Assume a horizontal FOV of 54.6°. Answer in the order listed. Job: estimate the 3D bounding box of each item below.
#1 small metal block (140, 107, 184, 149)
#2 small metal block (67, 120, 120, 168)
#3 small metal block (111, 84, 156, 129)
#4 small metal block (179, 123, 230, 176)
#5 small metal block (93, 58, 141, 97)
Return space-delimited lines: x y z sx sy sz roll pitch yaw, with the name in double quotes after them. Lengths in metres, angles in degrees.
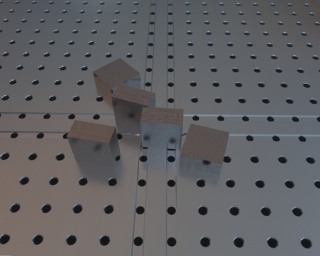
0.003 0.001 0.391 0.050 0.050 0.025 3 50 3 "small metal block"
-0.079 0.020 0.375 0.050 0.050 0.025 9 51 7 "small metal block"
-0.034 -0.026 0.414 0.050 0.050 0.025 16 52 13 "small metal block"
0.056 0.026 0.386 0.050 0.025 0.050 14 51 11 "small metal block"
-0.065 -0.074 0.470 0.050 0.025 0.050 -34 58 -25 "small metal block"
